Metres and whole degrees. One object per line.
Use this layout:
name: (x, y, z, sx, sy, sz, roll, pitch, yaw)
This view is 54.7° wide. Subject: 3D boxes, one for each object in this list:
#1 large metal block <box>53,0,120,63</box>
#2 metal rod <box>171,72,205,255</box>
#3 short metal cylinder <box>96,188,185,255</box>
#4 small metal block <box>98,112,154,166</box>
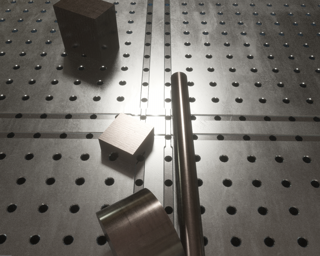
large metal block: (-0.118, -0.166, 0.510, 0.080, 0.080, 0.050, 23, 54, 18)
metal rod: (0.030, 0.039, 0.375, 0.025, 0.025, 0.300, 0, 50, -1)
short metal cylinder: (-0.019, 0.103, 0.285, 0.050, 0.080, 0.080, -24, 54, -19)
small metal block: (-0.042, 0.013, 0.396, 0.050, 0.025, 0.050, 23, 54, 18)
